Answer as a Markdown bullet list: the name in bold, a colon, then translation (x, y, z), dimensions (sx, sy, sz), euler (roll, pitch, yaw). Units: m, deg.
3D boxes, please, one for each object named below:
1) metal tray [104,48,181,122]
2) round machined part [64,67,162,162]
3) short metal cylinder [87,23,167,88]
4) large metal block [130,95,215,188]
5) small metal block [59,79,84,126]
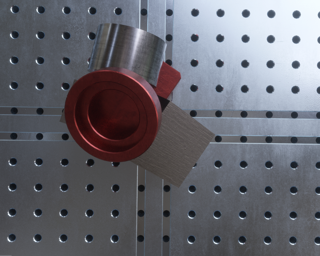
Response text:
- **metal tray**: translation (-0.044, -0.040, 0.411), dimensions (0.090, 0.030, 0.130), euler (35, 90, -1)
- **round machined part**: translation (-0.046, -0.016, 0.330), dimensions (0.098, 0.042, 0.097), euler (4, 110, 10)
- **short metal cylinder**: translation (-0.037, -0.080, 0.355), dimensions (0.080, 0.080, 0.050), euler (13, 90, -1)
- **large metal block**: translation (0.007, 0.015, 0.383), dimensions (0.080, 0.050, 0.080), euler (34, 90, -31)
- **small metal block**: translation (-0.091, -0.027, 0.368), dimensions (0.025, 0.050, 0.050), euler (19, 90, 0)
